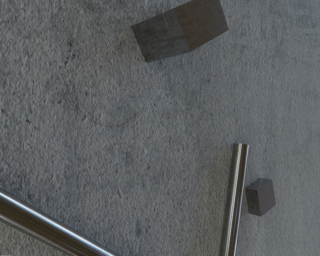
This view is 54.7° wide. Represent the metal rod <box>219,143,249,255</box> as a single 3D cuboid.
[{"bbox_3d":[0.113,0.174,0.502,0.025,0.025,0.298,16,80,-39],"label":"metal rod"}]

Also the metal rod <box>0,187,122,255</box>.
[{"bbox_3d":[-0.103,0.111,0.319,0.300,0.025,0.025,44,63,-31],"label":"metal rod"}]

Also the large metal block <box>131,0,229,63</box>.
[{"bbox_3d":[0.025,-0.127,0.392,0.080,0.080,0.050,-37,113,-34],"label":"large metal block"}]

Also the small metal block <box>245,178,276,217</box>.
[{"bbox_3d":[0.183,0.124,0.562,0.050,0.025,0.050,-20,103,-39],"label":"small metal block"}]
